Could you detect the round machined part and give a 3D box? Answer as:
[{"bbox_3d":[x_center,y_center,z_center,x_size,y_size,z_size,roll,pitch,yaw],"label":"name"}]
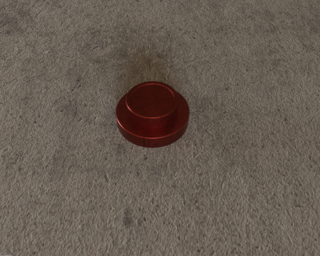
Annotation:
[{"bbox_3d":[-0.010,-0.025,0.413,0.099,0.042,0.098,0,50,0],"label":"round machined part"}]
